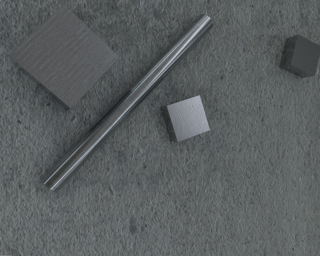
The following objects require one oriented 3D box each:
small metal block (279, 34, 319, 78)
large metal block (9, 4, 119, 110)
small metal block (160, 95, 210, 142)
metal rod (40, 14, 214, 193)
[{"bbox_3d":[0.224,-0.113,0.494,0.050,0.025,0.050,18,84,-20],"label":"small metal block"},{"bbox_3d":[-0.108,-0.077,0.356,0.080,0.050,0.080,43,76,-15],"label":"large metal block"},{"bbox_3d":[0.034,-0.013,0.423,0.050,0.025,0.050,-19,97,-19],"label":"small metal block"},{"bbox_3d":[-0.033,-0.041,0.397,0.025,0.025,0.301,46,76,-15],"label":"metal rod"}]
